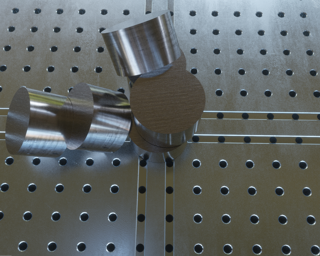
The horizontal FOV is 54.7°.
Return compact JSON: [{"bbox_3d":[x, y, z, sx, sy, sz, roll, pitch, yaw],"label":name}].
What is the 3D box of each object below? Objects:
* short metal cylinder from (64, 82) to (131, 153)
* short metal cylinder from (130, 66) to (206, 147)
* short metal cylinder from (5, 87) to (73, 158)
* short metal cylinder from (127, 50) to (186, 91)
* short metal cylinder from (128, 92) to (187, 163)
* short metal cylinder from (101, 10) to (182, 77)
[{"bbox_3d":[-0.079,-0.011,0.378,0.050,0.080,0.080,11,63,-41],"label":"short metal cylinder"},{"bbox_3d":[0.008,-0.023,0.352,0.081,0.050,0.080,0,70,0],"label":"short metal cylinder"},{"bbox_3d":[-0.148,-0.005,0.376,0.050,0.080,0.080,11,63,-42],"label":"short metal cylinder"},{"bbox_3d":[-0.006,-0.076,0.425,0.081,0.050,0.080,0,70,0],"label":"short metal cylinder"},{"bbox_3d":[-0.001,0.000,0.398,0.081,0.050,0.080,0,70,0],"label":"short metal cylinder"},{"bbox_3d":[-0.021,-0.099,0.358,0.080,0.080,0.050,-22,115,-8],"label":"short metal cylinder"}]
